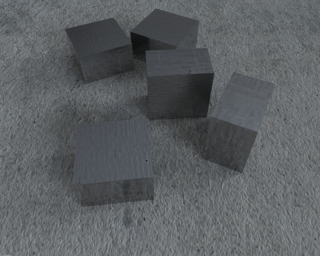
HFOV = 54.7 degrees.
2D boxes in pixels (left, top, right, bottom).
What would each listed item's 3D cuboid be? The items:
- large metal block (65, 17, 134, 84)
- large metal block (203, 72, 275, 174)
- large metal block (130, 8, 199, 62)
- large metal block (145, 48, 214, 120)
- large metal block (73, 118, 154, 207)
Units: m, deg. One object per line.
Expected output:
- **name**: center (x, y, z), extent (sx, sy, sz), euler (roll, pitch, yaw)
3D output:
- **large metal block**: center (-0.095, -0.124, 0.490), extent (0.081, 0.050, 0.080), euler (-20, 53, -16)
- **large metal block**: center (0.094, -0.006, 0.373), extent (0.050, 0.080, 0.080), euler (20, 53, 16)
- **large metal block**: center (0.009, -0.145, 0.509), extent (0.080, 0.050, 0.080), euler (23, 54, 18)
- **large metal block**: center (0.023, -0.058, 0.416), extent (0.081, 0.080, 0.050), euler (-3, 50, -3)
- **large metal block**: center (-0.051, 0.038, 0.354), extent (0.081, 0.050, 0.080), euler (-5, 50, -4)
